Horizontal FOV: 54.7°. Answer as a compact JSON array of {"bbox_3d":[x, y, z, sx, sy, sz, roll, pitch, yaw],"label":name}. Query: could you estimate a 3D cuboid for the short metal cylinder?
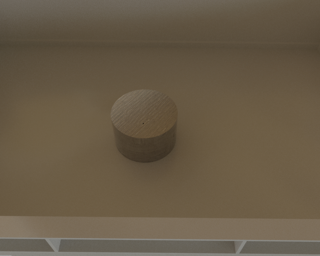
[{"bbox_3d":[-0.019,-0.003,0.391,0.081,0.050,0.080,0,50,0],"label":"short metal cylinder"}]
